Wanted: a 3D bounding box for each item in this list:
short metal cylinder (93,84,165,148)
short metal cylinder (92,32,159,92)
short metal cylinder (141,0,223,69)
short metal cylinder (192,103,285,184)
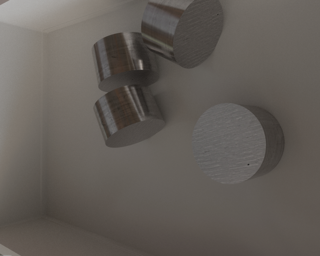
[{"bbox_3d":[-0.040,-0.014,0.404,0.080,0.081,0.050,-35,69,34],"label":"short metal cylinder"},{"bbox_3d":[-0.045,-0.084,0.409,0.080,0.081,0.050,-20,77,38],"label":"short metal cylinder"},{"bbox_3d":[0.026,-0.114,0.350,0.050,0.081,0.079,35,112,34],"label":"short metal cylinder"},{"bbox_3d":[0.081,0.015,0.324,0.080,0.050,0.080,0,90,40],"label":"short metal cylinder"}]
